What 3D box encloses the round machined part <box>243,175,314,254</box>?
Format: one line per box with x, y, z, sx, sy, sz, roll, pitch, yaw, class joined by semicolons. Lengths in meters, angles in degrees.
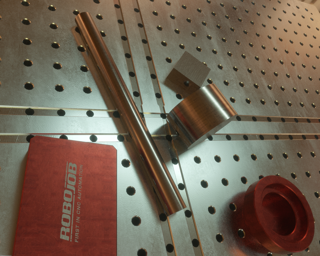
0.150;0.116;0.410;0.099;0.042;0.098;14;56;-21;round machined part

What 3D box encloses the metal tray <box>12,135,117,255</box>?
-0.091;0.076;0.310;0.091;0.030;0.130;10;58;-24;metal tray

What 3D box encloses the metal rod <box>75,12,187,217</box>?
-0.045;-0.030;0.403;0.025;0.025;0.299;-15;70;-35;metal rod

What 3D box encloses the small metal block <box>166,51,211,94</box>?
0.046;-0.086;0.487;0.050;0.025;0.050;35;51;-5;small metal block

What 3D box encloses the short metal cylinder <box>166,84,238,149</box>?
0.056;-0.015;0.414;0.081;0.080;0.050;-26;76;-37;short metal cylinder
